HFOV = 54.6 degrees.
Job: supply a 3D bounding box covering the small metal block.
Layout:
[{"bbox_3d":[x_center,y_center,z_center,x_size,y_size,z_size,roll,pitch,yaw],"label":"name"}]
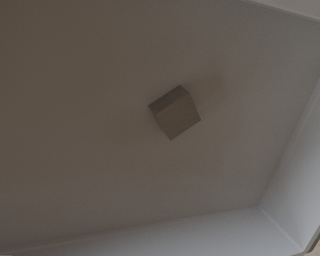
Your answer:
[{"bbox_3d":[0.020,-0.020,0.407,0.050,0.025,0.050,-34,129,-6],"label":"small metal block"}]
